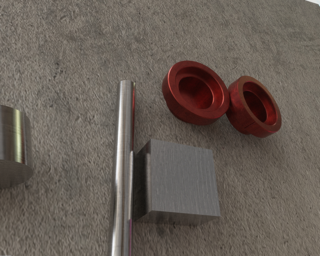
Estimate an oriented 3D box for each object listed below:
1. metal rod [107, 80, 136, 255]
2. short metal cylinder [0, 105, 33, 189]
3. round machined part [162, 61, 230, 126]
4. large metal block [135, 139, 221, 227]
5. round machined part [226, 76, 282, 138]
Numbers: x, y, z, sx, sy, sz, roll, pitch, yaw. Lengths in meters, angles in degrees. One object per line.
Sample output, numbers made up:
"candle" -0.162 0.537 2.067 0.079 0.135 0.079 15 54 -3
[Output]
"metal rod" -0.041 0.073 0.337 0.025 0.025 0.299 12 57 -22
"short metal cylinder" -0.156 0.020 0.272 0.081 0.080 0.050 0 62 -28
"round machined part" 0.047 -0.046 0.446 0.099 0.042 0.098 13 56 -20
"large metal block" 0.017 0.065 0.357 0.081 0.050 0.080 12 57 -22
"round machined part" 0.138 -0.028 0.476 0.099 0.042 0.098 22 51 -29
